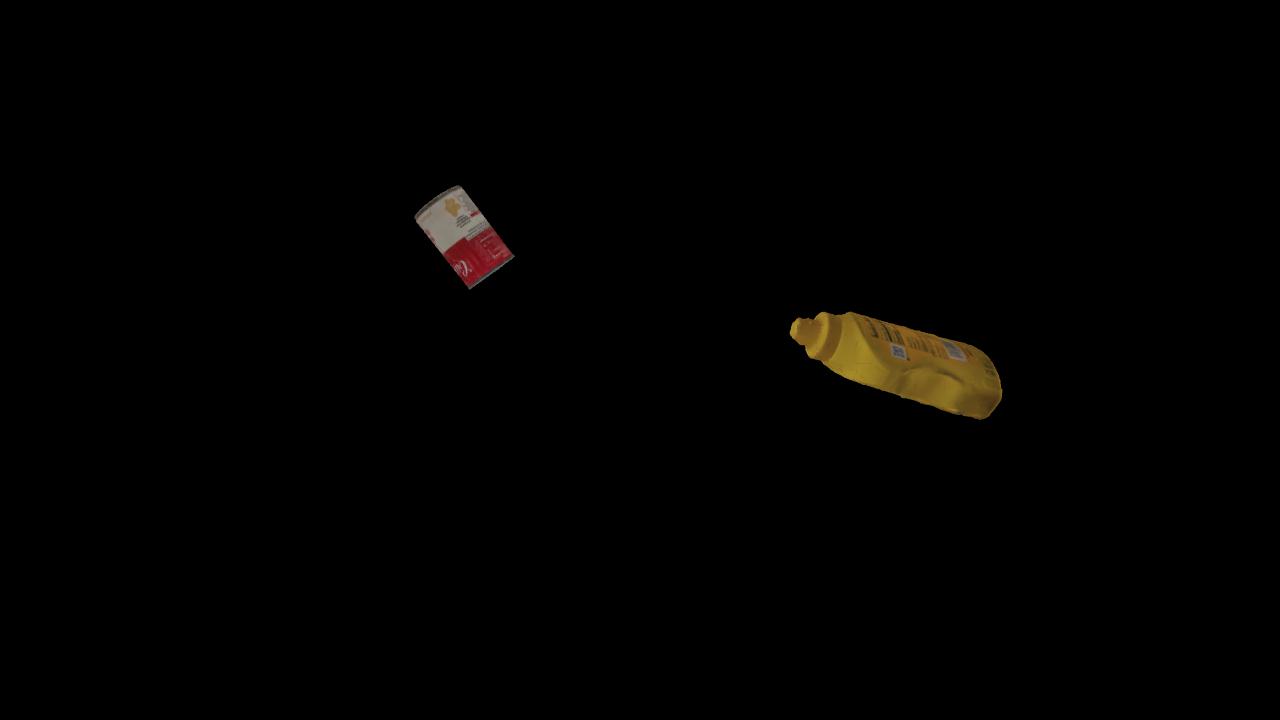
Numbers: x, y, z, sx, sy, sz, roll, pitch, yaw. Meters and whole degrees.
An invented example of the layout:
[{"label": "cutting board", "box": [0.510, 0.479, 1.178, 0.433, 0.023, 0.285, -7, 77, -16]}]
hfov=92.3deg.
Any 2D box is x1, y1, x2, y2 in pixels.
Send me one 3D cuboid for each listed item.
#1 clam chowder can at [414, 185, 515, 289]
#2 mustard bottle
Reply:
[{"label": "clam chowder can", "box": [-0.205, -0.143, 0.720, 0.068, 0.102, 0.068, -33, 14, 10]}, {"label": "mustard bottle", "box": [0.220, -0.005, 0.549, 0.184, 0.054, 0.092, 15, 38, -9]}]
